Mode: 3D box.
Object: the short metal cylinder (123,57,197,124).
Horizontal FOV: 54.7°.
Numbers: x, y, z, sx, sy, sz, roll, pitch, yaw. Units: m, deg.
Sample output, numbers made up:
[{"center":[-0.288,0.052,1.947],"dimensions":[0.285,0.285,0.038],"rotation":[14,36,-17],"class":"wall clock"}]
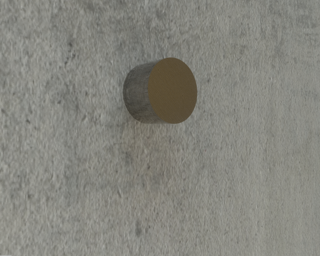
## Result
[{"center":[0.001,-0.045,0.391],"dimensions":[0.081,0.050,0.079],"rotation":[0,90,-40],"class":"short metal cylinder"}]
